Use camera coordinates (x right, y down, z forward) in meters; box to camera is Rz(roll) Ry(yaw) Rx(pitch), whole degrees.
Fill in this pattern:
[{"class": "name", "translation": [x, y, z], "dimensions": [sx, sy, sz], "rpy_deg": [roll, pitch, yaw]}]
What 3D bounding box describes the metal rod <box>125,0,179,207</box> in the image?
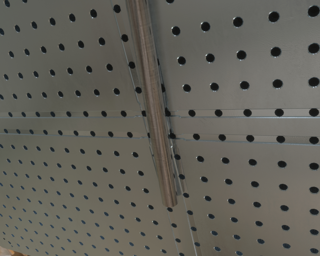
[{"class": "metal rod", "translation": [-0.005, -0.018, 0.403], "dimensions": [0.025, 0.025, 0.298], "rpy_deg": [5, 121, 26]}]
